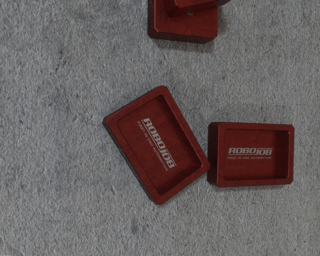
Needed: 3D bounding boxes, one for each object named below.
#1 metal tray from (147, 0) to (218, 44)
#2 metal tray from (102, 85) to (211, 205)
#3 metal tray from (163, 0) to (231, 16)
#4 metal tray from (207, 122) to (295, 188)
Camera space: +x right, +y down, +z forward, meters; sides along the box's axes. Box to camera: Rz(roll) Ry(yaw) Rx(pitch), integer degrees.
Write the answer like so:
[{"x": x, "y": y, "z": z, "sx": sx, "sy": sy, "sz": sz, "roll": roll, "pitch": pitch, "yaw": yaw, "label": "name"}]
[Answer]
[{"x": 0.031, "y": -0.185, "z": 0.417, "sx": 0.091, "sy": 0.030, "sz": 0.129, "roll": 0, "pitch": 90, "yaw": -20, "label": "metal tray"}, {"x": -0.003, "y": 0.022, "z": 0.405, "sx": 0.090, "sy": 0.030, "sz": 0.130, "roll": -33, "pitch": 101, "yaw": -17, "label": "metal tray"}, {"x": 0.037, "y": -0.216, "z": 0.387, "sx": 0.091, "sy": 0.030, "sz": 0.129, "roll": -20, "pitch": 97, "yaw": -19, "label": "metal tray"}, {"x": 0.135, "y": 0.038, "z": 0.455, "sx": 0.131, "sy": 0.030, "sz": 0.089, "roll": 2, "pitch": 90, "yaw": -20, "label": "metal tray"}]
